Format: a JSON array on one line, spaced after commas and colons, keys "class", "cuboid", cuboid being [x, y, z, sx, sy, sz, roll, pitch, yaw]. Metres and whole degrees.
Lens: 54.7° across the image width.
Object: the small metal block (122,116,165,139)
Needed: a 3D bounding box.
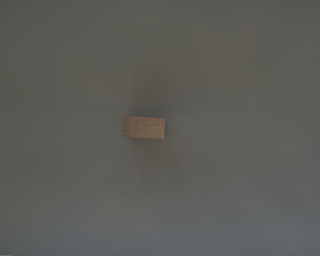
[{"class": "small metal block", "cuboid": [-0.020, -0.001, 0.395, 0.050, 0.050, 0.025, 3, 90, -1]}]
